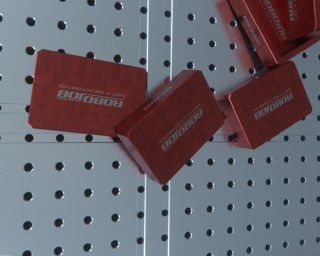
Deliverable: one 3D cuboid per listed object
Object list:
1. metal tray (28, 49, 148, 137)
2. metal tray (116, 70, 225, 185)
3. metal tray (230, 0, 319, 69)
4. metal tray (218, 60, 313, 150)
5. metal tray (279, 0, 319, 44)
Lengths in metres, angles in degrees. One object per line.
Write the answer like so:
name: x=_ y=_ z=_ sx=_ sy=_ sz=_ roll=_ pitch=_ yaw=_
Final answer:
metal tray: x=-0.085 y=-0.037 z=0.379 sx=0.131 sy=0.030 sz=0.089 roll=7 pitch=88 yaw=-20
metal tray: x=0.019 y=-0.003 z=0.399 sx=0.131 sy=0.030 sz=0.090 roll=-43 pitch=120 yaw=-21
metal tray: x=0.172 y=-0.167 z=0.466 sx=0.090 sy=0.030 sz=0.130 roll=-32 pitch=96 yaw=-15
metal tray: x=0.163 y=-0.036 z=0.472 sx=0.131 sy=0.030 sz=0.090 roll=-29 pitch=100 yaw=-18
metal tray: x=0.206 y=-0.196 z=0.453 sx=0.030 sy=0.090 sz=0.129 roll=-7 pitch=93 yaw=-11
